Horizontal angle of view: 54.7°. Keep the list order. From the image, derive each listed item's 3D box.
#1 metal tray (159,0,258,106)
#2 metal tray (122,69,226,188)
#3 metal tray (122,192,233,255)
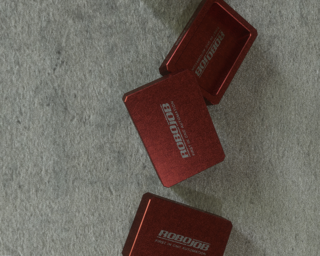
[{"bbox_3d":[0.069,-0.107,0.433,0.090,0.030,0.130,34,79,-17],"label":"metal tray"},{"bbox_3d":[0.019,0.000,0.397,0.090,0.030,0.129,-25,106,-7],"label":"metal tray"},{"bbox_3d":[0.026,0.150,0.417,0.131,0.030,0.090,23,82,-19],"label":"metal tray"}]
